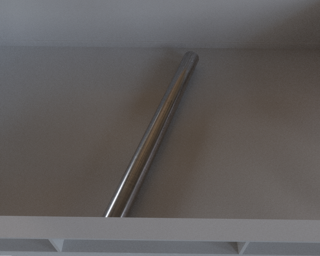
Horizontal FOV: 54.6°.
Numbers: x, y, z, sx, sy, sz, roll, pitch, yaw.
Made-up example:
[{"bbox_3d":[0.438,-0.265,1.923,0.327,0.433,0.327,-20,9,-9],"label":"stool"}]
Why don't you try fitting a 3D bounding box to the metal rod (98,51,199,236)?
[{"bbox_3d":[-0.001,-0.004,0.406,0.025,0.025,0.301,16,52,13],"label":"metal rod"}]
